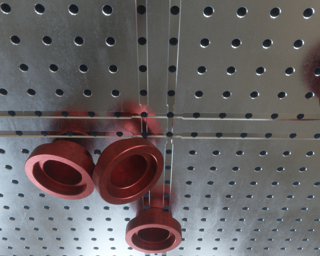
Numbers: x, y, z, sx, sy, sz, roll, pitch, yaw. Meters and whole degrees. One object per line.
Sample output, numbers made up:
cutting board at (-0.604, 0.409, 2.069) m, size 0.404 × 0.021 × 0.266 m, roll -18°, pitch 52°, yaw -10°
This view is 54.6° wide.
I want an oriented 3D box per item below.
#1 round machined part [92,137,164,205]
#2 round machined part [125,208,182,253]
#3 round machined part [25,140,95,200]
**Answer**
round machined part at (-0.047, 0.054, 0.427) m, size 0.099 × 0.042 × 0.097 m, roll -21°, pitch 131°, yaw -26°
round machined part at (-0.011, 0.180, 0.553) m, size 0.099 × 0.042 × 0.097 m, roll 0°, pitch 130°, yaw 0°
round machined part at (-0.134, 0.055, 0.439) m, size 0.098 × 0.042 × 0.097 m, roll 6°, pitch 133°, yaw 7°
